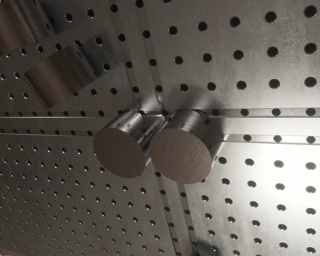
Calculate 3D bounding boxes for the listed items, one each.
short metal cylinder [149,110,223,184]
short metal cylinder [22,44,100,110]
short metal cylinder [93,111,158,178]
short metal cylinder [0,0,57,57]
[{"bbox_3d":[0.033,0.023,0.391,0.080,0.050,0.079,13,124,20],"label":"short metal cylinder"},{"bbox_3d":[-0.126,-0.065,0.400,0.080,0.080,0.050,-23,106,36],"label":"short metal cylinder"},{"bbox_3d":[-0.045,0.023,0.431,0.080,0.050,0.079,13,124,20],"label":"short metal cylinder"},{"bbox_3d":[-0.180,-0.127,0.389,0.080,0.080,0.050,-10,114,32],"label":"short metal cylinder"}]
